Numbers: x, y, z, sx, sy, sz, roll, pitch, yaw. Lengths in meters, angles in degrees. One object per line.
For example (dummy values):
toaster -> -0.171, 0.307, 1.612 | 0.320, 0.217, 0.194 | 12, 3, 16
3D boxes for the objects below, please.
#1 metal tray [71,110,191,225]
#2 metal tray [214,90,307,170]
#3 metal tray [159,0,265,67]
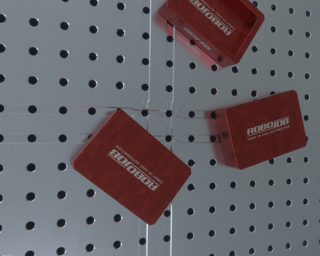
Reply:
metal tray -> -0.035, 0.050, 0.397 | 0.130, 0.030, 0.090 | 41, 77, -15
metal tray -> 0.154, 0.000, 0.466 | 0.131, 0.030, 0.090 | -16, 95, -19
metal tray -> 0.075, -0.160, 0.436 | 0.130, 0.030, 0.090 | 35, 79, -17
